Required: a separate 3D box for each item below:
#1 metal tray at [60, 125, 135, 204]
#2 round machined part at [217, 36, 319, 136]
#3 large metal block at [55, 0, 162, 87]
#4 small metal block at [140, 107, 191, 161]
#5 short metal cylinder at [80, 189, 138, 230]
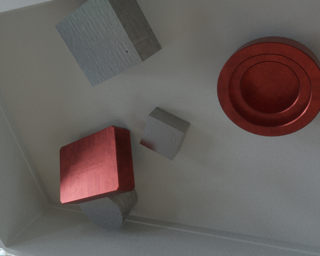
[{"bbox_3d":[-0.097,0.058,0.457,0.130,0.030,0.090,-21,67,35],"label":"metal tray"},{"bbox_3d":[0.111,-0.044,0.312,0.098,0.042,0.097,13,124,20],"label":"round machined part"},{"bbox_3d":[-0.058,-0.104,0.357,0.080,0.050,0.080,-19,109,35],"label":"large metal block"},{"bbox_3d":[0.006,0.008,0.409,0.050,0.025,0.050,27,128,10],"label":"small metal block"},{"bbox_3d":[-0.084,0.119,0.508,0.080,0.050,0.079,13,124,20],"label":"short metal cylinder"}]
